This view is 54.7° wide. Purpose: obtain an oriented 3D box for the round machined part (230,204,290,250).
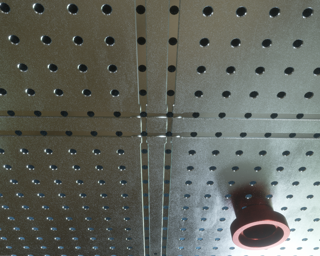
[{"bbox_3d":[0.174,0.173,0.549,0.099,0.042,0.097,0,130,0],"label":"round machined part"}]
